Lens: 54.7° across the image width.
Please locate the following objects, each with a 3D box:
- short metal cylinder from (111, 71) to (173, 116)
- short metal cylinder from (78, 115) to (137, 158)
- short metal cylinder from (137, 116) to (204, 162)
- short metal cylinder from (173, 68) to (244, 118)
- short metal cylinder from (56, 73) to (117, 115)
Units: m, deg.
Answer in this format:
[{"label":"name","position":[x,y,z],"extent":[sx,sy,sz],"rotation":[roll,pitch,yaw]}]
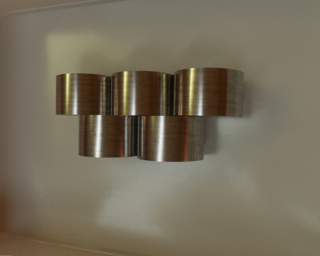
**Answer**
[{"label":"short metal cylinder","position":[-0.021,-0.040,0.387],"extent":[0.080,0.080,0.050],"rotation":[1,91,20]},{"label":"short metal cylinder","position":[-0.064,0.009,0.402],"extent":[0.080,0.080,0.050],"rotation":[1,91,20]},{"label":"short metal cylinder","position":[0.013,0.011,0.375],"extent":[0.080,0.080,0.050],"rotation":[1,91,20]},{"label":"short metal cylinder","position":[0.055,-0.038,0.360],"extent":[0.080,0.080,0.050],"rotation":[2,91,20]},{"label":"short metal cylinder","position":[-0.097,-0.042,0.414],"extent":[0.080,0.080,0.050],"rotation":[1,91,20]}]
